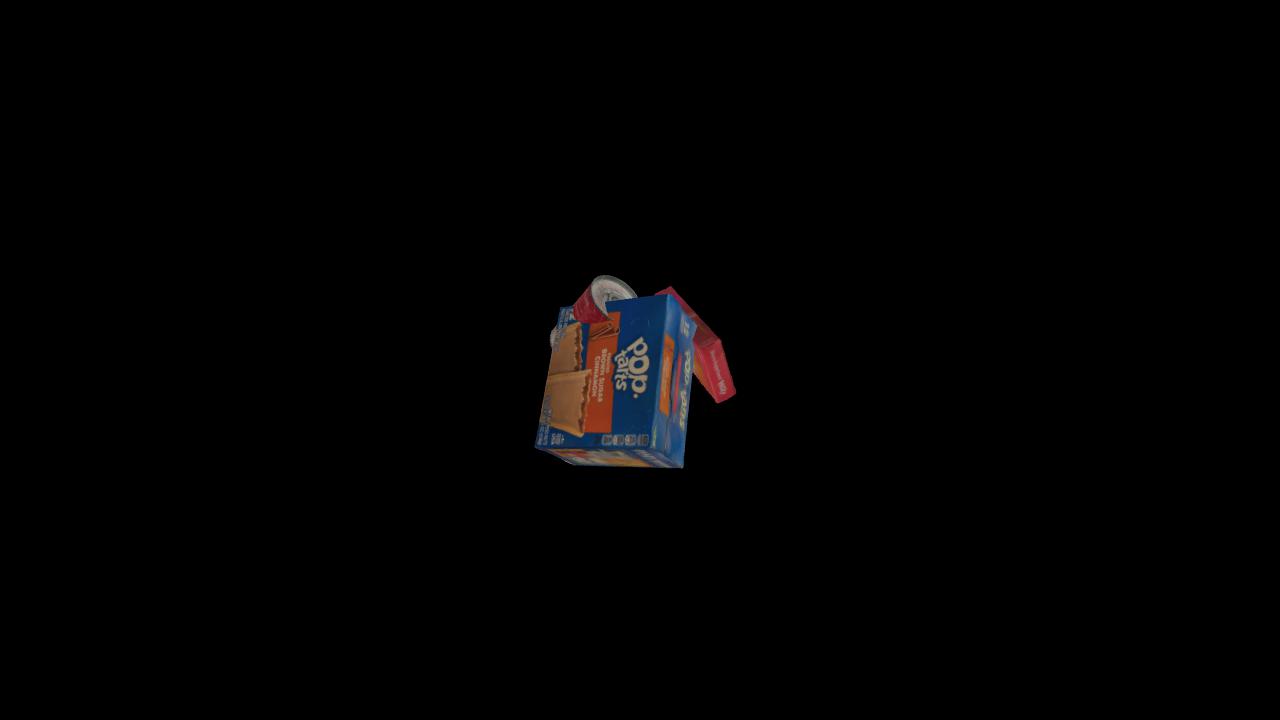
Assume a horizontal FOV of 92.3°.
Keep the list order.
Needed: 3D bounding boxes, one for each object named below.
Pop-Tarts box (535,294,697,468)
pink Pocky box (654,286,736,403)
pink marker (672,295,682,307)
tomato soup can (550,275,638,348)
[{"bbox_3d":[-0.023,0.026,0.669,0.141,0.167,0.083,-4,-23,28],"label":"Pop-Tarts box"},{"bbox_3d":[0.064,-0.022,0.748,0.029,0.084,0.155,-26,35,-6],"label":"pink Pocky box"},{"bbox_3d":[0.014,-0.060,0.737,0.020,0.020,0.121,0,-5,-28],"label":"pink marker"},{"bbox_3d":[-0.053,-0.041,0.709,0.068,0.068,0.101,0,-31,-41],"label":"tomato soup can"}]
